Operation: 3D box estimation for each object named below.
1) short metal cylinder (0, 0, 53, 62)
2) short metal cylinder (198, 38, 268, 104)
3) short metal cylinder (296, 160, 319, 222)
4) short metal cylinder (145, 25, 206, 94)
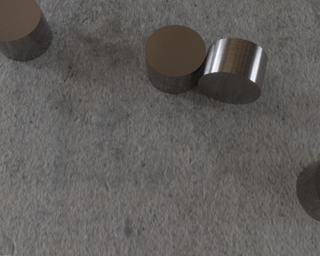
[{"bbox_3d":[-0.203,-0.143,0.445,0.081,0.050,0.080,0,70,0],"label":"short metal cylinder"},{"bbox_3d":[0.096,-0.072,0.406,0.080,0.080,0.050,16,71,5],"label":"short metal cylinder"},{"bbox_3d":[0.214,0.073,0.371,0.081,0.050,0.080,0,70,0],"label":"short metal cylinder"},{"bbox_3d":[0.020,-0.094,0.429,0.081,0.050,0.080,0,70,0],"label":"short metal cylinder"}]
